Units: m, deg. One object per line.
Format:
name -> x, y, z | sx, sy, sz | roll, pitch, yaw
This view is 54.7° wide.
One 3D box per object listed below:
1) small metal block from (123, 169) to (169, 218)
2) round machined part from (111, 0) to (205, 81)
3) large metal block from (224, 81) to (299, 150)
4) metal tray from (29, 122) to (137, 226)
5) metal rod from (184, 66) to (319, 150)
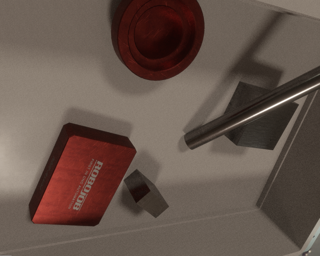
small metal block -> -0.020, 0.093, 0.441 | 0.025, 0.050, 0.050 | -41, 130, 0
round machined part -> -0.005, -0.104, 0.332 | 0.099, 0.042, 0.097 | -14, 125, -21
large metal block -> 0.145, -0.017, 0.464 | 0.081, 0.050, 0.079 | 8, 114, -33
metal tray -> -0.098, 0.064, 0.393 | 0.091, 0.030, 0.129 | 17, 110, -35
metal rod -> 0.161, -0.044, 0.385 | 0.300, 0.025, 0.025 | -29, 135, 25
